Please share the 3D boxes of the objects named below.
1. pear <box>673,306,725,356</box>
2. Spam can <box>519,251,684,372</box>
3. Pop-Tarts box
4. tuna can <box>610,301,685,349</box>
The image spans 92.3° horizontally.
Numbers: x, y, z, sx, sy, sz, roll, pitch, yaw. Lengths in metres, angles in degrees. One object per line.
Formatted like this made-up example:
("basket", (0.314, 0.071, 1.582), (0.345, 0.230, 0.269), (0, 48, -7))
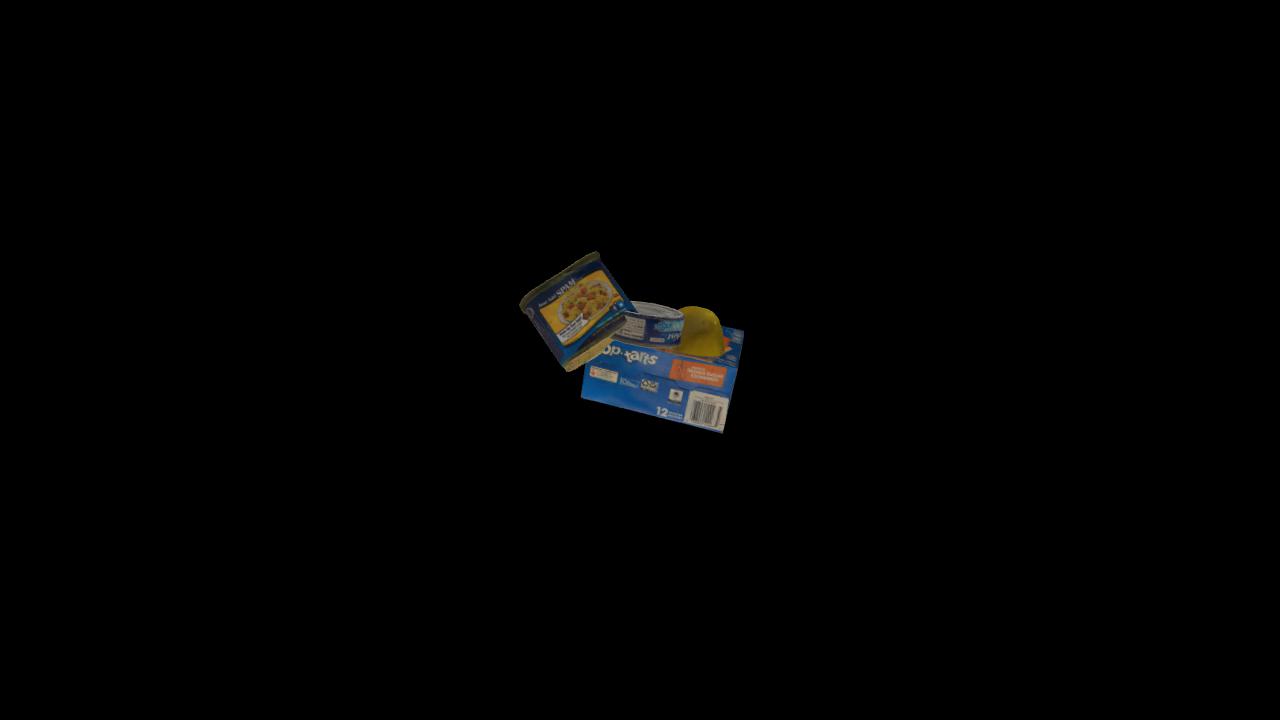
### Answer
("pear", (0.038, -0.019, 0.694), (0.111, 0.080, 0.080), (-9, -2, 12))
("Spam can", (-0.061, -0.049, 0.649), (0.101, 0.085, 0.058), (-35, -9, -6))
("Pop-Tarts box", (0.032, 0.003, 0.729), (0.167, 0.083, 0.141), (14, 22, 8))
("tuna can", (0.006, -0.039, 0.659), (0.084, 0.034, 0.084), (8, 14, -2))
